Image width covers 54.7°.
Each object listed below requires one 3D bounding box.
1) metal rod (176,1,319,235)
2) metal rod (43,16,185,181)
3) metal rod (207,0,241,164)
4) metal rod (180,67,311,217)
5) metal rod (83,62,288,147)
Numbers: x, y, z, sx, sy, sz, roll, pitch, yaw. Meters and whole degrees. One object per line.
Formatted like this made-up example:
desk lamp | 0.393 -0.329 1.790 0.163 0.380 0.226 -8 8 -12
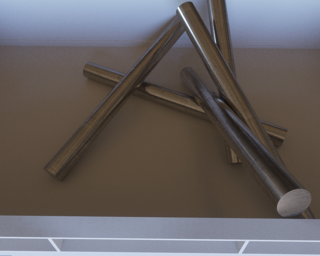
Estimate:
metal rod | 0.093 -0.025 0.361 0.025 0.025 0.299 -20 73 -16
metal rod | -0.045 -0.056 0.422 0.025 0.025 0.301 26 63 20
metal rod | 0.083 -0.102 0.408 0.025 0.025 0.299 -4 76 -3
metal rod | 0.067 -0.015 0.344 0.025 0.025 0.300 -8 28 -7
metal rod | 0.023 -0.039 0.437 0.301 0.025 0.025 21 53 16
